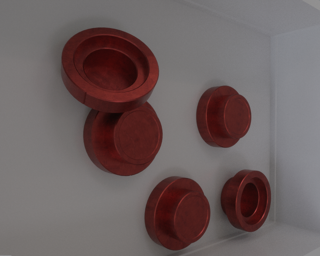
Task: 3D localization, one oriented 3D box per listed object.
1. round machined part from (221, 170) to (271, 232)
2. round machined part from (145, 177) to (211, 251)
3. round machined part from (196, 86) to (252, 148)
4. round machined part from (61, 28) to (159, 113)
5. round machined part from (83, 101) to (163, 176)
[{"bbox_3d":[0.138,0.117,0.511,0.099,0.042,0.097,0,90,-40],"label":"round machined part"},{"bbox_3d":[0.031,0.117,0.422,0.099,0.042,0.097,0,90,-40],"label":"round machined part"},{"bbox_3d":[0.106,-0.018,0.484,0.099,0.042,0.097,0,90,-40],"label":"round machined part"},{"bbox_3d":[-0.054,-0.057,0.330,0.099,0.042,0.098,9,57,-15],"label":"round machined part"},{"bbox_3d":[-0.036,0.008,0.366,0.099,0.042,0.097,0,90,-40],"label":"round machined part"}]
